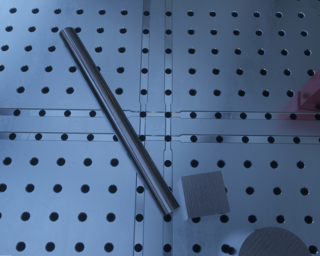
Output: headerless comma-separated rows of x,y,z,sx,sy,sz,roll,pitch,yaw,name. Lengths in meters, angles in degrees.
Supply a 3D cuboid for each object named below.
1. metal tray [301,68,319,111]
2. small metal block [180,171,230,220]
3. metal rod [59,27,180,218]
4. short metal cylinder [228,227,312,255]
0.264,-0.047,0.397,0.131,0.090,0.030,9,71,3,metal tray
0.054,0.083,0.382,0.050,0.025,0.050,-8,70,-3,small metal block
-0.062,-0.020,0.418,0.025,0.025,0.299,-29,73,-10,metal rod
0.121,0.153,0.344,0.081,0.050,0.080,0,70,0,short metal cylinder
